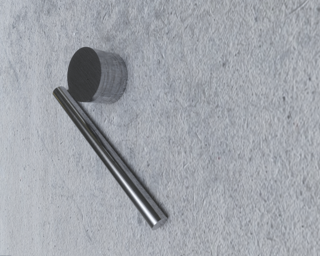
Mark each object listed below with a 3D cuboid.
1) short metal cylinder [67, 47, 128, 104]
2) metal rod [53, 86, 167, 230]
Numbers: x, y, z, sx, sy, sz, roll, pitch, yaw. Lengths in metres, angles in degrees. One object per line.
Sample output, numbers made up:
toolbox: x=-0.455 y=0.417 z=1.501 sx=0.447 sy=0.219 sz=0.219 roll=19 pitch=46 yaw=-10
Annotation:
short metal cylinder: x=-0.095 y=-0.077 z=0.467 sx=0.080 sy=0.050 sz=0.080 roll=0 pitch=90 yaw=40
metal rod: x=-0.090 y=0.031 z=0.479 sx=0.300 sy=0.025 sz=0.025 roll=47 pitch=118 yaw=30
